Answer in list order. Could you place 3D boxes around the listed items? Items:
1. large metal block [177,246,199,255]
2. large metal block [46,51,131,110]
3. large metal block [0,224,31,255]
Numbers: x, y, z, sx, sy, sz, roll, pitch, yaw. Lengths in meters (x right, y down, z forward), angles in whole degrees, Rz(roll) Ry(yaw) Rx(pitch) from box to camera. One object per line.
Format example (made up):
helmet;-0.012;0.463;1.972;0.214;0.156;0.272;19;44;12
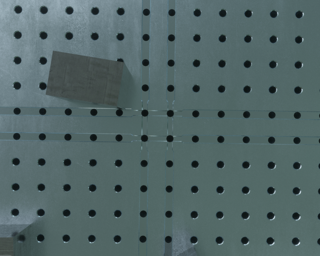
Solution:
large metal block;0.045;0.209;0.386;0.050;0.080;0.080;-29;90;0
large metal block;-0.084;-0.055;0.385;0.080;0.080;0.050;9;90;0
large metal block;-0.217;0.172;0.400;0.080;0.050;0.080;-1;90;0
